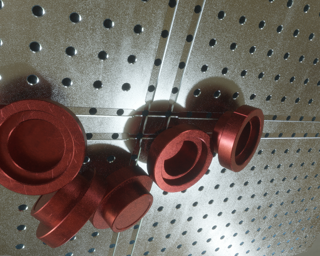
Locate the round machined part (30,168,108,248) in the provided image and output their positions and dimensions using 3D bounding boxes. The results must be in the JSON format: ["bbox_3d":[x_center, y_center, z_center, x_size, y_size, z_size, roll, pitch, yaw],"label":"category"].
[{"bbox_3d":[-0.111,0.084,0.362,0.098,0.098,0.042,-45,107,3],"label":"round machined part"}]

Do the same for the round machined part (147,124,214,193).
[{"bbox_3d":[0.024,0.038,0.434,0.099,0.042,0.097,-16,122,-27],"label":"round machined part"}]

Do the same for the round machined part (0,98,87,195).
[{"bbox_3d":[-0.127,0.017,0.325,0.099,0.042,0.097,-1,98,-8],"label":"round machined part"}]

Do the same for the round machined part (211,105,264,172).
[{"bbox_3d":[0.111,0.012,0.455,0.099,0.042,0.097,-30,130,-41],"label":"round machined part"}]

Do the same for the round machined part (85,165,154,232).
[{"bbox_3d":[-0.048,0.101,0.418,0.099,0.042,0.097,-33,147,-25],"label":"round machined part"}]
